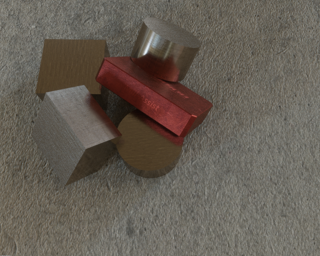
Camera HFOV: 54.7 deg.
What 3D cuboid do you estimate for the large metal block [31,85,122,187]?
[{"bbox_3d":[-0.102,0.009,0.369,0.050,0.080,0.080,-22,68,-46],"label":"large metal block"}]

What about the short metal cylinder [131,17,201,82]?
[{"bbox_3d":[0.007,-0.105,0.414,0.080,0.050,0.080,19,33,-12],"label":"short metal cylinder"}]

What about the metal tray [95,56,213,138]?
[{"bbox_3d":[-0.004,-0.045,0.393,0.130,0.090,0.030,34,113,11],"label":"metal tray"}]

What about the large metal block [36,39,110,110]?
[{"bbox_3d":[-0.113,-0.071,0.419,0.080,0.050,0.080,1,70,0],"label":"large metal block"}]

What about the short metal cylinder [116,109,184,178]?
[{"bbox_3d":[-0.012,0.019,0.390,0.081,0.050,0.080,0,70,0],"label":"short metal cylinder"}]
